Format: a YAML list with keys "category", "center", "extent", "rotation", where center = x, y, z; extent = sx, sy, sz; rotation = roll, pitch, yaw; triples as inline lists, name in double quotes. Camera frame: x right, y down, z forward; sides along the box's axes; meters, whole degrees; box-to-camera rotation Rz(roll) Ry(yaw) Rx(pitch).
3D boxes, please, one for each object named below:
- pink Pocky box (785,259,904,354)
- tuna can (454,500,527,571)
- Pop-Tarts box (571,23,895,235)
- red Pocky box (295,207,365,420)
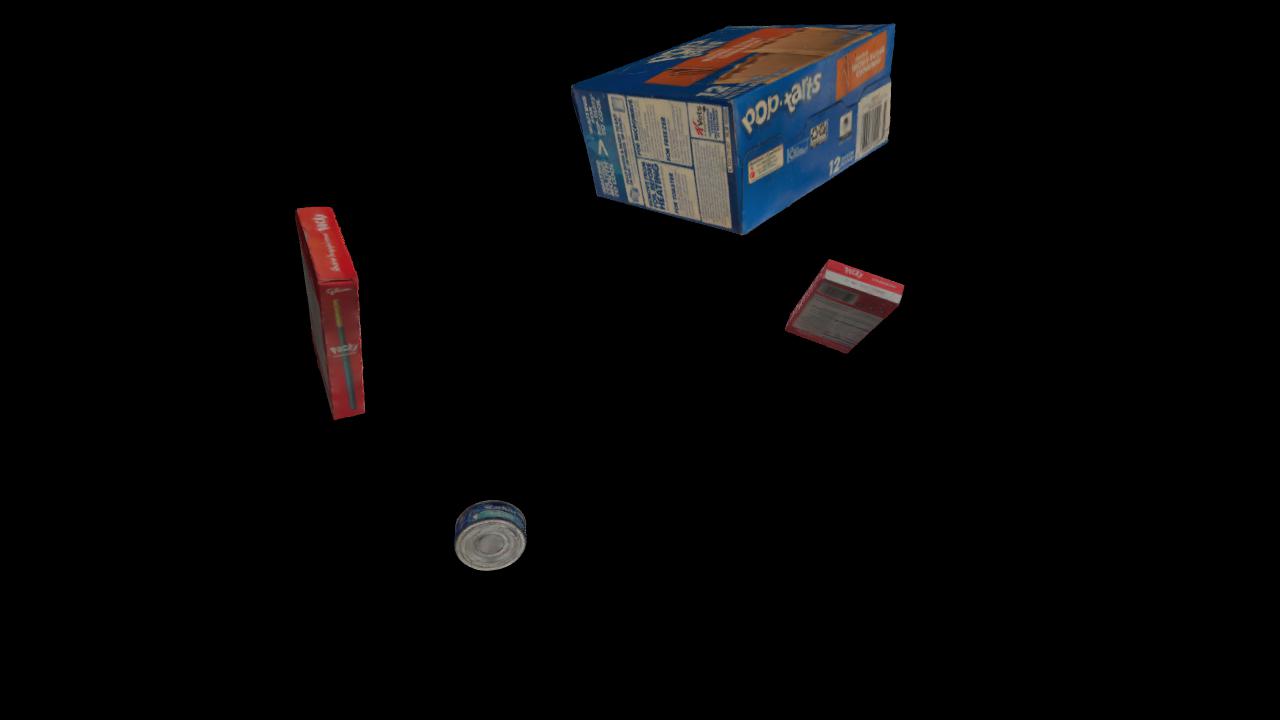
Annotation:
- category: "pink Pocky box"
  center: [0.226, -0.057, 0.701]
  extent: [0.084, 0.029, 0.155]
  rotation: [21, -18, 5]
- category: "tuna can"
  center: [-0.177, 0.209, 0.730]
  extent: [0.084, 0.084, 0.034]
  rotation: [0, 27, -13]
- category: "Pop-Tarts box"
  center: [0.066, -0.169, 0.423]
  extent: [0.167, 0.083, 0.141]
  rotation: [-35, 42, -29]
- category: "red Pocky box"
  center: [-0.236, -0.031, 0.475]
  extent: [0.028, 0.083, 0.155]
  rotation: [-11, -36, -30]
